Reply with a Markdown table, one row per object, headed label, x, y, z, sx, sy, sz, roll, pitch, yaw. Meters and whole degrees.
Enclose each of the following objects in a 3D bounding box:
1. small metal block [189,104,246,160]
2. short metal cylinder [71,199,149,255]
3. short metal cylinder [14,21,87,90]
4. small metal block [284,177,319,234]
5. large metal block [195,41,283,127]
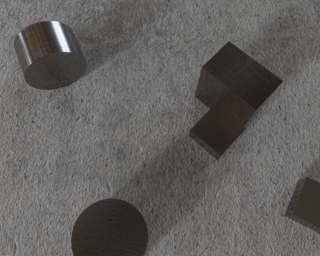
| label | x | y | z | sx | sy | sz | roll | pitch | yaw |
| --- | --- | --- | --- | --- | --- | --- | --- | --- | --- |
| small metal block | 0.074 | 0.005 | 0.407 | 0.050 | 0.025 | 0.050 | 41 | 75 | 13 |
| short metal cylinder | -0.053 | 0.123 | 0.349 | 0.081 | 0.050 | 0.080 | 0 | 70 | 0 |
| short metal cylinder | -0.145 | -0.094 | 0.412 | 0.080 | 0.080 | 0.050 | -23 | 72 | -8 |
| small metal block | 0.188 | 0.095 | 0.375 | 0.050 | 0.025 | 0.050 | 27 | 72 | 9 |
| large metal block | 0.096 | -0.049 | 0.398 | 0.080 | 0.080 | 0.050 | 41 | 75 | 13 |
